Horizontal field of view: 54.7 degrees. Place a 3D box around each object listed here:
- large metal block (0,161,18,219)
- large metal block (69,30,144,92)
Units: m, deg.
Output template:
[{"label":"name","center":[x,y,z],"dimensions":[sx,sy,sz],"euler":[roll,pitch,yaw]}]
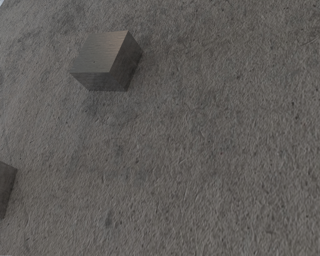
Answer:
[{"label":"large metal block","center":[-0.277,0.097,0.474],"dimensions":[0.080,0.050,0.080],"euler":[-12,57,21]},{"label":"large metal block","center":[-0.085,-0.106,0.497],"dimensions":[0.080,0.050,0.080],"euler":[6,64,30]}]
